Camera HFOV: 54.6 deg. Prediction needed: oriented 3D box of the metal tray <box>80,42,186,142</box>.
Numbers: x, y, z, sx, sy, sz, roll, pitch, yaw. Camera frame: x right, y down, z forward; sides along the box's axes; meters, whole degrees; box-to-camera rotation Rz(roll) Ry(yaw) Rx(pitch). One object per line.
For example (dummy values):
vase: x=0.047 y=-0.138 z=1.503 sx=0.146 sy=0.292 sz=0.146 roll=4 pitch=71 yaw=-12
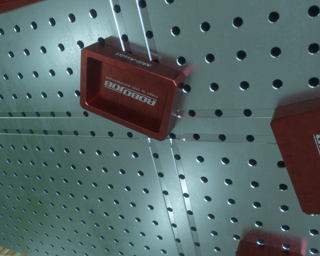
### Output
metal tray: x=-0.040 y=-0.047 z=0.400 sx=0.130 sy=0.030 sz=0.089 roll=22 pitch=127 yaw=14

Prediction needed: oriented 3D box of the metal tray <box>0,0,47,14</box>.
metal tray: x=-0.181 y=-0.197 z=0.382 sx=0.130 sy=0.030 sz=0.090 roll=-2 pitch=118 yaw=29

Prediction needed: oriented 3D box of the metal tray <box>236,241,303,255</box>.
metal tray: x=0.164 y=0.235 z=0.467 sx=0.090 sy=0.030 sz=0.129 roll=5 pitch=121 yaw=26

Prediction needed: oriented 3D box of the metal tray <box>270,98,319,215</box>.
metal tray: x=0.184 y=0.031 z=0.331 sx=0.090 sy=0.030 sz=0.130 roll=-14 pitch=111 yaw=34
